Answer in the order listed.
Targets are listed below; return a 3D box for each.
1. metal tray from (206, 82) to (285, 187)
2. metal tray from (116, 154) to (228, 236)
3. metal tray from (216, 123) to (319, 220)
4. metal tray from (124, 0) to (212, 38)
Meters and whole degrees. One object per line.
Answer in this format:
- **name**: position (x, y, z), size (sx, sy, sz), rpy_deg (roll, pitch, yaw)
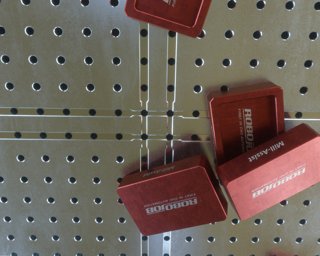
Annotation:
- **metal tray**: position (0.117, 0.011, 0.415), size (0.090, 0.030, 0.129), rpy_deg (-10, 110, 3)
- **metal tray**: position (0.017, 0.096, 0.430), size (0.130, 0.030, 0.090), rpy_deg (-19, 110, 21)
- **metal tray**: position (0.148, 0.060, 0.409), size (0.130, 0.030, 0.090), rpy_deg (-28, 128, 1)
- **metal tray**: position (0.020, -0.177, 0.345), size (0.090, 0.030, 0.129), rpy_deg (16, 109, -6)
